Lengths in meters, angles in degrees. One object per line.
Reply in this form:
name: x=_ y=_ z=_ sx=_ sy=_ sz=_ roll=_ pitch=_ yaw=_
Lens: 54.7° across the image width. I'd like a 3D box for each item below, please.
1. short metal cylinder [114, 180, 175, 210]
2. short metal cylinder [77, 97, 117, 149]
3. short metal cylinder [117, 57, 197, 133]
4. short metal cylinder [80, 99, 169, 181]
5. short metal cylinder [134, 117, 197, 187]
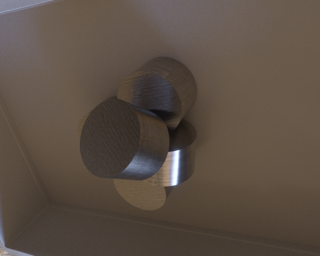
short metal cylinder: x=-0.018 y=0.069 z=0.441 sx=0.080 sy=0.050 sz=0.079 roll=13 pitch=124 yaw=20
short metal cylinder: x=-0.064 y=0.004 z=0.424 sx=0.080 sy=0.050 sz=0.079 roll=13 pitch=124 yaw=20
short metal cylinder: x=-0.003 y=-0.038 z=0.367 sx=0.080 sy=0.050 sz=0.079 roll=13 pitch=124 yaw=20
short metal cylinder: x=-0.037 y=0.014 z=0.327 sx=0.080 sy=0.050 sz=0.080 roll=-9 pitch=74 yaw=33
short metal cylinder: x=0.004 y=0.027 z=0.385 sx=0.080 sy=0.080 sz=0.050 roll=13 pitch=124 yaw=21
